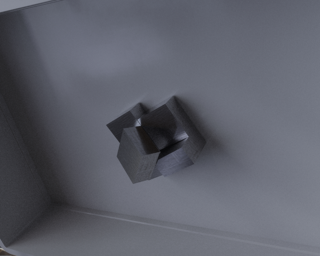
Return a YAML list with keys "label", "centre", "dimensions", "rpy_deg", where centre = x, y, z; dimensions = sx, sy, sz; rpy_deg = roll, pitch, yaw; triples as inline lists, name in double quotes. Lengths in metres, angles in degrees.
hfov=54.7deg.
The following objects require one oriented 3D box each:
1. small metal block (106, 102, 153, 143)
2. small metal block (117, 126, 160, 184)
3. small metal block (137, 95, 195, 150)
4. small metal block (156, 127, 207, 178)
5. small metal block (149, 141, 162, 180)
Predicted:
- label: "small metal block"
  centre: [-0.037, 0.001, 0.425]
  dimensions: [0.050, 0.025, 0.050]
  rpy_deg: [-28, 104, 37]
- label: "small metal block"
  centre: [-0.029, 0.033, 0.393]
  dimensions: [0.050, 0.025, 0.050]
  rpy_deg: [52, 138, 37]
- label: "small metal block"
  centre: [0.008, -0.006, 0.398]
  dimensions: [0.050, 0.025, 0.050]
  rpy_deg: [-28, 104, 37]
- label: "small metal block"
  centre: [0.026, 0.031, 0.395]
  dimensions: [0.050, 0.050, 0.025]
  rpy_deg: [-32, 101, 37]
- label: "small metal block"
  centre: [-0.008, 0.040, 0.434]
  dimensions: [0.050, 0.025, 0.050]
  rpy_deg: [-28, 104, 37]
